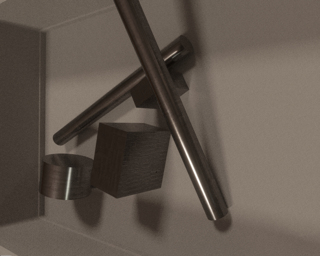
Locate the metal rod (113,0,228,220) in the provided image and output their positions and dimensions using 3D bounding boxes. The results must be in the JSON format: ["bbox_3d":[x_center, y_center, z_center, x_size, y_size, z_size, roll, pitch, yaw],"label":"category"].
[{"bbox_3d":[0.007,-0.038,0.340,0.025,0.025,0.299,-20,96,38],"label":"metal rod"}]

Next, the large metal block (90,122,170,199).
[{"bbox_3d":[-0.036,0.037,0.399,0.050,0.081,0.079,16,100,38],"label":"large metal block"}]

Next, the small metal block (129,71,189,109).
[{"bbox_3d":[-0.001,-0.048,0.389,0.050,0.050,0.025,-34,69,34],"label":"small metal block"}]

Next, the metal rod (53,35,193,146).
[{"bbox_3d":[-0.073,-0.041,0.464,0.299,0.025,0.025,-30,72,35],"label":"metal rod"}]

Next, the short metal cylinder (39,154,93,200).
[{"bbox_3d":[-0.146,0.075,0.489,0.080,0.081,0.050,14,99,39],"label":"short metal cylinder"}]
